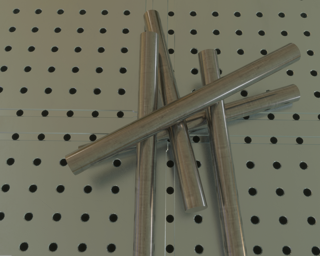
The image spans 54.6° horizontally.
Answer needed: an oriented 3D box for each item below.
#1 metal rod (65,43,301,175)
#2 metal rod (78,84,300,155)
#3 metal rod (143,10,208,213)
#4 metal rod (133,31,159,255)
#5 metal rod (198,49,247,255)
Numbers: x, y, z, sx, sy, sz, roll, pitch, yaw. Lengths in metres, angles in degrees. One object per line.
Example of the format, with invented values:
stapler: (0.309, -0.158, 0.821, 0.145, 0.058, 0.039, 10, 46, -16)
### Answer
metal rod: (0.034, -0.027, 0.365, 0.301, 0.025, 0.025, -27, 72, -8)
metal rod: (0.043, -0.007, 0.414, 0.302, 0.025, 0.025, -16, 71, -6)
metal rod: (0.013, -0.042, 0.404, 0.025, 0.025, 0.299, -10, 62, -3)
metal rod: (-0.016, 0.026, 0.378, 0.025, 0.025, 0.299, 1, 79, 0)
metal rod: (0.077, 0.046, 0.376, 0.025, 0.025, 0.299, -5, 77, -2)
